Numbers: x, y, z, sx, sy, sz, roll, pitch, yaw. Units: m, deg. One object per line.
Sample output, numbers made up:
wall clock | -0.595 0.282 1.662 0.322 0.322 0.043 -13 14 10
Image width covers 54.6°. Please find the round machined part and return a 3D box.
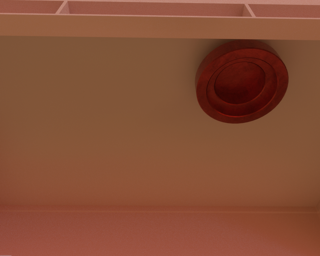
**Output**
round machined part | 0.089 -0.055 0.351 0.099 0.042 0.097 0 130 0
